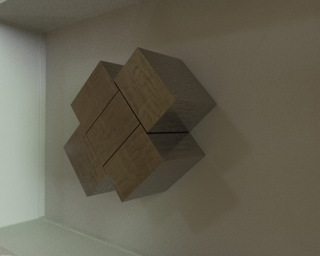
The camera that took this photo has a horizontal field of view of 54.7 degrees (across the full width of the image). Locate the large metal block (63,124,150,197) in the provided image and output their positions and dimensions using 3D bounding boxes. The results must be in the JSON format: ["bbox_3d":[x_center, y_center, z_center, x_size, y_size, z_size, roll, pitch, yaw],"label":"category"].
[{"bbox_3d":[-0.072,0.041,0.427,0.050,0.081,0.080,-48,62,29],"label":"large metal block"}]

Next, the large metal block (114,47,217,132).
[{"bbox_3d":[0.007,-0.042,0.363,0.050,0.081,0.080,-48,62,29],"label":"large metal block"}]

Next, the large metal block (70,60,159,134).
[{"bbox_3d":[-0.058,-0.037,0.415,0.080,0.081,0.050,-47,62,29],"label":"large metal block"}]

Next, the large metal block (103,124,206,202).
[{"bbox_3d":[-0.006,0.040,0.374,0.080,0.081,0.050,-47,62,29],"label":"large metal block"}]

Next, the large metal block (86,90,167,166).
[{"bbox_3d":[-0.032,0.001,0.395,0.080,0.081,0.050,-47,62,29],"label":"large metal block"}]
